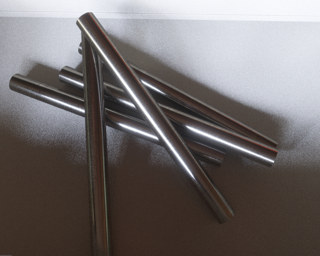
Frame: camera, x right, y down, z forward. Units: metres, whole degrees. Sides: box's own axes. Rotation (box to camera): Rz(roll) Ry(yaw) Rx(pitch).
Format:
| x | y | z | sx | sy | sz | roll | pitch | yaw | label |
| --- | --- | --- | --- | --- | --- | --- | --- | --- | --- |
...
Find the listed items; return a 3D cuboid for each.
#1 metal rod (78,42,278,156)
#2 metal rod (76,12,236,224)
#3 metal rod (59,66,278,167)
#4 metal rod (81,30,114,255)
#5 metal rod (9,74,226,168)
| x | y | z | sx | sy | sz | roll | pitch | yaw | label |
| --- | --- | --- | --- | --- | --- | --- | --- | --- | --- |
| 0.017 | -0.046 | 0.426 | 0.301 | 0.025 | 0.025 | 30 | 73 | 10 | metal rod |
| -0.007 | -0.014 | 0.379 | 0.025 | 0.025 | 0.299 | -35 | 87 | -12 | metal rod |
| 0.002 | -0.019 | 0.406 | 0.301 | 0.025 | 0.025 | 22 | 71 | 11 | metal rod |
| -0.079 | 0.010 | 0.383 | 0.025 | 0.025 | 0.298 | -5 | 78 | -2 | metal rod |
| -0.061 | -0.012 | 0.413 | 0.301 | 0.025 | 0.025 | 20 | 71 | 7 | metal rod |
